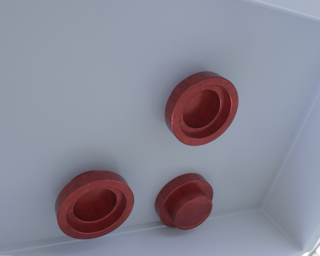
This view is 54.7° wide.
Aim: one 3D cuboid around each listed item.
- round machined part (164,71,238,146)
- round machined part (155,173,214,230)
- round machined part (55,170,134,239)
[{"bbox_3d":[0.050,-0.028,0.407,0.099,0.042,0.097,-14,124,-21],"label":"round machined part"},{"bbox_3d":[0.045,0.125,0.499,0.099,0.042,0.097,-14,124,-21],"label":"round machined part"},{"bbox_3d":[-0.088,0.096,0.409,0.099,0.042,0.097,-14,124,-21],"label":"round machined part"}]
